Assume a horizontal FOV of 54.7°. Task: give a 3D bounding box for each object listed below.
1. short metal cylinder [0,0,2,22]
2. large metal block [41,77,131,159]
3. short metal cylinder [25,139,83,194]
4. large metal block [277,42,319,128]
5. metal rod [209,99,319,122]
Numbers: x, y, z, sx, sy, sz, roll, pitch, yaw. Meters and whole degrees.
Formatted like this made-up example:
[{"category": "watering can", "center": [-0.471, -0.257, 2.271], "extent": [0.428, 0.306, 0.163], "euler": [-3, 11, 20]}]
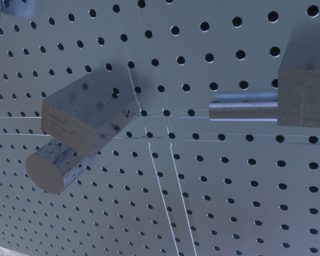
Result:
[{"category": "short metal cylinder", "center": [-0.250, -0.172, 0.401], "extent": [0.080, 0.080, 0.050], "euler": [34, 129, 5]}, {"category": "large metal block", "center": [-0.099, -0.017, 0.418], "extent": [0.080, 0.080, 0.050], "euler": [29, 128, 10]}, {"category": "short metal cylinder", "center": [-0.180, 0.066, 0.531], "extent": [0.080, 0.050, 0.079], "euler": [13, 124, 21]}, {"category": "large metal block", "center": [0.151, -0.040, 0.271], "extent": [0.080, 0.080, 0.050], "euler": [4, 120, 26]}, {"category": "metal rod", "center": [0.195, -0.017, 0.297], "extent": [0.300, 0.025, 0.025], "euler": [1, 119, 27]}]
